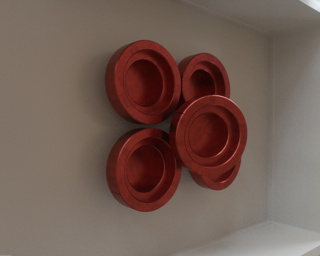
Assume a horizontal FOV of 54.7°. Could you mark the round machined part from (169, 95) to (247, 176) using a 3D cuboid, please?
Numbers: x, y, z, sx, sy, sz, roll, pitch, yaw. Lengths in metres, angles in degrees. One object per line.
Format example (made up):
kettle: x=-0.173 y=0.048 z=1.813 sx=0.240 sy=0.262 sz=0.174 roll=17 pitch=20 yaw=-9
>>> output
round machined part: x=0.056 y=0.008 z=0.387 sx=0.099 sy=0.042 sz=0.097 roll=-2 pitch=96 yaw=-22

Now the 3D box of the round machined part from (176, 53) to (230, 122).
round machined part: x=0.053 y=-0.054 z=0.440 sx=0.099 sy=0.042 sz=0.097 roll=0 pitch=90 yaw=-40

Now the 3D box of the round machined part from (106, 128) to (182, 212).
round machined part: x=-0.023 y=0.048 z=0.376 sx=0.099 sy=0.042 sz=0.097 roll=0 pitch=90 yaw=-40

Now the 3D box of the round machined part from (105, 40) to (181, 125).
round machined part: x=-0.024 y=-0.053 z=0.375 sx=0.099 sy=0.042 sz=0.097 roll=0 pitch=90 yaw=-40

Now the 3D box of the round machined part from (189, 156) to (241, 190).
round machined part: x=0.074 y=0.040 z=0.458 sx=0.099 sy=0.042 sz=0.097 roll=0 pitch=90 yaw=-40
